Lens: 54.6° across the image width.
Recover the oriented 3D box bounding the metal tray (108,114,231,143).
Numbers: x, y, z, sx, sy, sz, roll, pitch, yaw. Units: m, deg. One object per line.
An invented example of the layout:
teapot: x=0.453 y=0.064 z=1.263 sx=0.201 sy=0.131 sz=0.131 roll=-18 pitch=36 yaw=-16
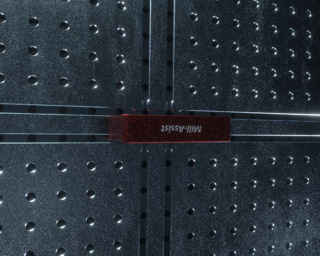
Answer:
metal tray: x=0.009 y=0.001 z=0.381 sx=0.131 sy=0.090 sz=0.030 roll=0 pitch=90 yaw=-20
